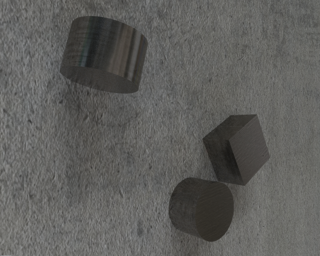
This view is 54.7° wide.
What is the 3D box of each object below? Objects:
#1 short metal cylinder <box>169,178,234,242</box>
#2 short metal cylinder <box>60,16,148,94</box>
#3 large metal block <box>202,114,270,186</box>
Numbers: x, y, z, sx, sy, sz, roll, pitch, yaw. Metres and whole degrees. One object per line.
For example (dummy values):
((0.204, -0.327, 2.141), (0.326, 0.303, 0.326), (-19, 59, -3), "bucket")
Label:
((0.059, 0.113, 0.439), (0.081, 0.050, 0.079), (0, 90, -40), "short metal cylinder")
((-0.057, -0.072, 0.321), (0.080, 0.080, 0.050), (18, 79, -39), "short metal cylinder")
((0.123, 0.032, 0.492), (0.081, 0.050, 0.080), (-35, 112, -34), "large metal block")
